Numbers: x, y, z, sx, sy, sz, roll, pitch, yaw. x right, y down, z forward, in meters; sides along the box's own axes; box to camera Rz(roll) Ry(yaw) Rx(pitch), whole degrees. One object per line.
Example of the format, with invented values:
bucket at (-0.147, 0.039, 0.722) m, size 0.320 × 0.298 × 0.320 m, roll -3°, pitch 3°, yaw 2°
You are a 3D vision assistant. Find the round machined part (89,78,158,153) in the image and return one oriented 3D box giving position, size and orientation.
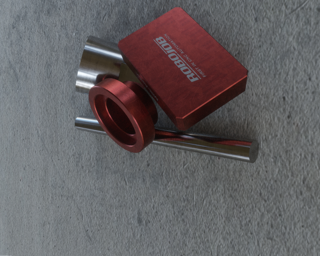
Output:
round machined part at (-0.041, -0.020, 0.389) m, size 0.098 × 0.042 × 0.097 m, roll 35°, pitch 148°, yaw 26°

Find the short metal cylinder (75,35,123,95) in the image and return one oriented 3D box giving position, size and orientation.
short metal cylinder at (-0.082, -0.082, 0.432) m, size 0.080 × 0.050 × 0.080 m, roll -164°, pitch 89°, yaw -79°

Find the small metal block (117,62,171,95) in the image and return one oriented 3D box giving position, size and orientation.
small metal block at (-0.019, -0.063, 0.404) m, size 0.050 × 0.050 × 0.025 m, roll 30°, pitch 109°, yaw 36°

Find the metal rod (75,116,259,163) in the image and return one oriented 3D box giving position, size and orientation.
metal rod at (-0.016, 0.008, 0.420) m, size 0.300 × 0.025 × 0.025 m, roll 8°, pitch 95°, yaw 39°

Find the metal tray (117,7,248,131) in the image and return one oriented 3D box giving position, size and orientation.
metal tray at (0.023, -0.071, 0.351) m, size 0.090 × 0.030 × 0.130 m, roll -34°, pitch 63°, yaw -7°
